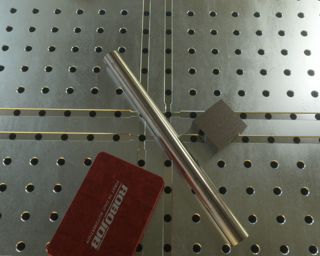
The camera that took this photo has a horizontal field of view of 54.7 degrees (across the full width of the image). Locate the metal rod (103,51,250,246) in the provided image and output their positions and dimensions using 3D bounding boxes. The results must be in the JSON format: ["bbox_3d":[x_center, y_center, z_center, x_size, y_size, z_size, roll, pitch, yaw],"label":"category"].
[{"bbox_3d":[0.012,0.014,0.406,0.025,0.025,0.299,-32,73,-11],"label":"metal rod"}]

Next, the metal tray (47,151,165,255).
[{"bbox_3d":[-0.060,0.104,0.370,0.090,0.030,0.130,23,71,7],"label":"metal tray"}]

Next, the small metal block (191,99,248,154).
[{"bbox_3d":[0.078,-0.002,0.413,0.050,0.025,0.050,-37,75,-13],"label":"small metal block"}]
